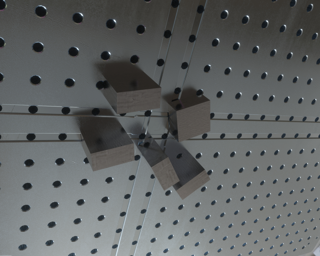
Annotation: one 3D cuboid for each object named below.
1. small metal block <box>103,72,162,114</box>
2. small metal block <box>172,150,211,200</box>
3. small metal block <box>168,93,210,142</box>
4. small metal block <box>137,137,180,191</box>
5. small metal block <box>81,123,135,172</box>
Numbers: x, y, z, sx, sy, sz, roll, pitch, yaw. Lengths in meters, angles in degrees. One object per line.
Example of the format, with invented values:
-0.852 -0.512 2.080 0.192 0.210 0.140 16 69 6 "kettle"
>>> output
-0.032 -0.041 0.351 0.050 0.050 0.025 -10 123 -23 "small metal block"
0.037 0.069 0.457 0.050 0.050 0.025 -35 129 -5 "small metal block"
0.041 -0.014 0.424 0.050 0.025 0.050 -19 126 -18 "small metal block"
-0.002 0.049 0.423 0.025 0.050 0.050 -31 129 -8 "small metal block"
-0.063 0.022 0.373 0.050 0.050 0.025 -13 124 -21 "small metal block"
